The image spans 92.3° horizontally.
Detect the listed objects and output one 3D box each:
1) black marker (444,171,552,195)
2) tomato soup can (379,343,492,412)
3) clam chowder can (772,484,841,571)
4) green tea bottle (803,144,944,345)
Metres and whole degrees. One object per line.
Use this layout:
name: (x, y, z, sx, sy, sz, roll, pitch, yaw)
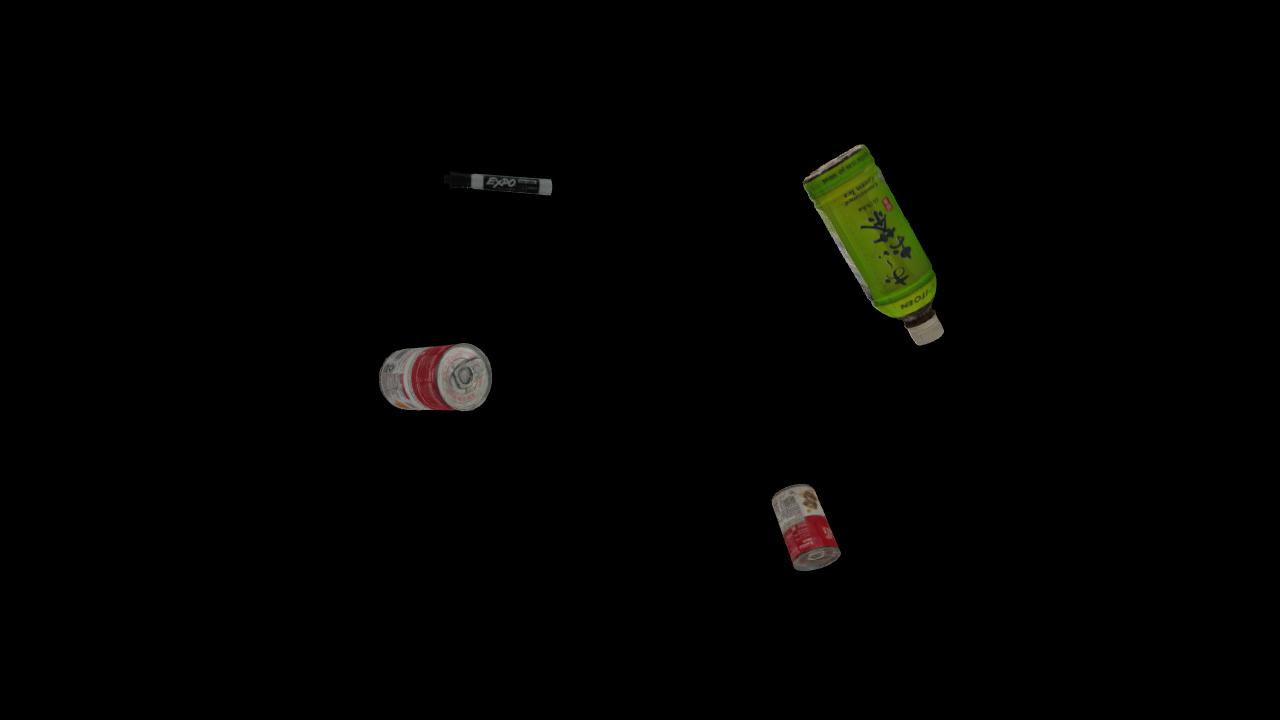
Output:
black marker: (-0.163, -0.204, 0.711, 0.121, 0.020, 0.020, -1, 0, -20)
tomato soup can: (-0.211, 0.019, 0.632, 0.101, 0.068, 0.068, -3, -2, 36)
clam chowder can: (0.233, 0.237, 0.874, 0.068, 0.102, 0.068, -8, -42, -7)
green tea bottle: (0.246, -0.110, 0.628, 0.073, 0.212, 0.073, -32, 11, 7)
